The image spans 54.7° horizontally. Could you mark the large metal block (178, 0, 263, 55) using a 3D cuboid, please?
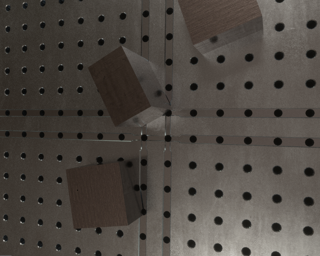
[{"bbox_3d":[0.071,-0.146,0.374,0.080,0.050,0.080,-20,84,18],"label":"large metal block"}]

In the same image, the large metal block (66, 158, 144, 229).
[{"bbox_3d":[-0.075,0.089,0.424,0.080,0.050,0.080,-10,87,19],"label":"large metal block"}]

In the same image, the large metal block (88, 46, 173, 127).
[{"bbox_3d":[-0.035,-0.048,0.395,0.050,0.080,0.080,-29,81,17],"label":"large metal block"}]
